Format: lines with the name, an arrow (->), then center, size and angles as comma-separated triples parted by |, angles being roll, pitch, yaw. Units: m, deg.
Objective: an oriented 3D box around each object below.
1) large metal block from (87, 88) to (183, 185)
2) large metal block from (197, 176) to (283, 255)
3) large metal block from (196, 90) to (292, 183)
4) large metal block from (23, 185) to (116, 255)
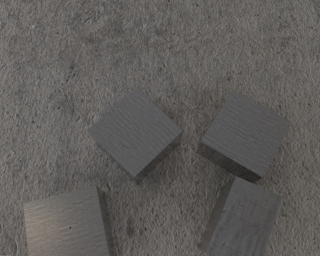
large metal block -> -0.029, 0.011, 0.390 | 0.080, 0.050, 0.080 | 43, 75, 14
large metal block -> 0.084, 0.107, 0.340 | 0.050, 0.080, 0.080 | 24, 72, 8
large metal block -> 0.103, 0.013, 0.391 | 0.080, 0.050, 0.080 | 31, 73, 10
large metal block -> -0.100, 0.118, 0.351 | 0.081, 0.050, 0.080 | -14, 71, -5
